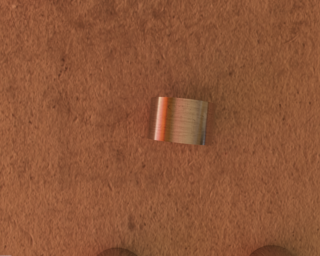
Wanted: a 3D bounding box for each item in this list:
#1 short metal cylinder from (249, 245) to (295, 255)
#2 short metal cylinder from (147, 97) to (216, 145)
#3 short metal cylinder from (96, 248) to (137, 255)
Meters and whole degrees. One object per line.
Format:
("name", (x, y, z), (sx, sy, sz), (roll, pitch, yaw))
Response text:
("short metal cylinder", (0.154, 0.201, 0.400), (0.081, 0.050, 0.079), (0, 90, -1))
("short metal cylinder", (0.026, -0.008, 0.383), (0.081, 0.080, 0.050), (6, 90, -1))
("short metal cylinder", (-0.059, 0.203, 0.397), (0.081, 0.050, 0.079), (0, 90, -1))
